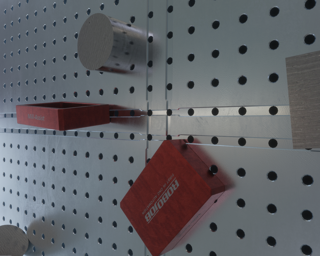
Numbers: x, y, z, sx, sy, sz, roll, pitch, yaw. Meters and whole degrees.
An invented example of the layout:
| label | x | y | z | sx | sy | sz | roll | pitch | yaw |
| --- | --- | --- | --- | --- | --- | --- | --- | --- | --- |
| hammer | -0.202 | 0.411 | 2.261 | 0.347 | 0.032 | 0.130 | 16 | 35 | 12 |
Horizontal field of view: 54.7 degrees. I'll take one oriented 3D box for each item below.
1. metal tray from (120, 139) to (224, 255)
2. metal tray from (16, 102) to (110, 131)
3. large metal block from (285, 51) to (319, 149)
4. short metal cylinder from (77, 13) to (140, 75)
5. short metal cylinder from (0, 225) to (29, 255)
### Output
| label | x | y | z | sx | sy | sz | roll | pitch | yaw |
| --- | --- | --- | --- | --- | --- | --- | --- | --- | --- |
| metal tray | 0.010 | 0.089 | 0.398 | 0.090 | 0.030 | 0.129 | 49 | 119 | 28 |
| metal tray | -0.155 | -0.022 | 0.492 | 0.130 | 0.091 | 0.030 | 7 | 102 | 39 |
| large metal block | 0.159 | -0.025 | 0.262 | 0.080 | 0.050 | 0.080 | -6 | 86 | 40 |
| short metal cylinder | -0.076 | -0.122 | 0.456 | 0.080 | 0.050 | 0.079 | 0 | 90 | 40 |
| short metal cylinder | -0.322 | 0.249 | 0.640 | 0.050 | 0.081 | 0.080 | -52 | 60 | 28 |
